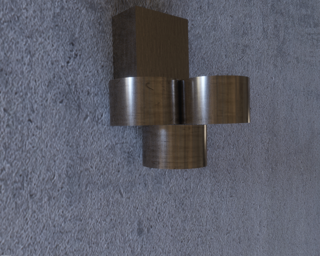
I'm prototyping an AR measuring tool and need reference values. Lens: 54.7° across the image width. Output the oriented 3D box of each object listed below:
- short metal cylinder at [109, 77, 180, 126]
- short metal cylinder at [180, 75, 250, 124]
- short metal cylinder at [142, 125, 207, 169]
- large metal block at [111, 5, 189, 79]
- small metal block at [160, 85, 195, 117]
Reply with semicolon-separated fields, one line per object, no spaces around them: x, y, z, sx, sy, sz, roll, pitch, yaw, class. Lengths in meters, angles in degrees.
-0.017;-0.029;0.356;0.081;0.080;0.050;-3;92;-40;short metal cylinder
0.062;-0.030;0.358;0.081;0.080;0.050;-3;92;-40;short metal cylinder
0.018;0.021;0.386;0.081;0.080;0.050;-1;91;-40;short metal cylinder
-0.011;-0.095;0.381;0.081;0.050;0.079;-2;92;-40;large metal block
0.022;-0.030;0.411;0.025;0.050;0.050;1;89;-40;small metal block
